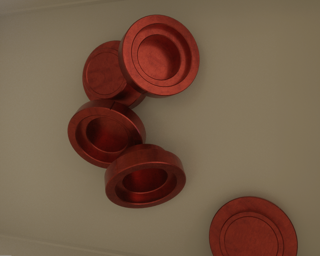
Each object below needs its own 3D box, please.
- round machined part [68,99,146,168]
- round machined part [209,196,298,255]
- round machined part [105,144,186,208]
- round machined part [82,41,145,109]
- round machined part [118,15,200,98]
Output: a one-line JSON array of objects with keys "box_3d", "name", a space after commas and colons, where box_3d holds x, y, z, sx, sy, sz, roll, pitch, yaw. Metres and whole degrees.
[{"box_3d": [-0.066, 0.004, 0.408, 0.099, 0.042, 0.097, 5, 125, 8], "name": "round machined part"}, {"box_3d": [0.105, 0.129, 0.356, 0.098, 0.042, 0.098, -3, 79, 18], "name": "round machined part"}, {"box_3d": [-0.020, 0.057, 0.388, 0.098, 0.098, 0.042, -31, 45, 17], "name": "round machined part"}, {"box_3d": [-0.065, -0.071, 0.423, 0.098, 0.042, 0.097, 0, 90, 19], "name": "round machined part"}, {"box_3d": [-0.004, -0.085, 0.385, 0.099, 0.042, 0.097, 1, 86, -21], "name": "round machined part"}]
